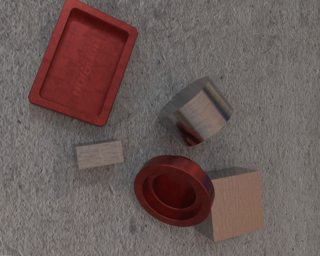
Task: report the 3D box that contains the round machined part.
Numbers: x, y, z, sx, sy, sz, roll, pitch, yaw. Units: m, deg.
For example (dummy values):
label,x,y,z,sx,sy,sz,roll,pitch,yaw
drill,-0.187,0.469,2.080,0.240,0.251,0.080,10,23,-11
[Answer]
label,x,y,z,sx,sy,sz,roll,pitch,yaw
round machined part,0.021,0.074,0.390,0.098,0.098,0.042,53,35,-13

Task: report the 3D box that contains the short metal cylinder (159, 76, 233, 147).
label,x,y,z,sx,sy,sz,roll,pitch,yaw
short metal cylinder,0.046,-0.021,0.398,0.080,0.080,0.050,-44,104,-15

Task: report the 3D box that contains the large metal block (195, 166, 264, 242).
label,x,y,z,sx,sy,sz,roll,pitch,yaw
large metal block,0.093,0.102,0.430,0.081,0.050,0.079,-6,92,-22

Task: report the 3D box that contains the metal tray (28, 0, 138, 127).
label,x,y,z,sx,sy,sz,roll,pitch,yaw
metal tray,-0.090,-0.075,0.373,0.091,0.030,0.129,21,83,-19

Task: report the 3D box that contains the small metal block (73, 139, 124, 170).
label,x,y,z,sx,sy,sz,roll,pitch,yaw
small metal block,-0.075,0.029,0.369,0.050,0.050,0.025,-8,93,-20
